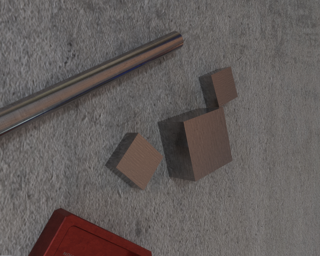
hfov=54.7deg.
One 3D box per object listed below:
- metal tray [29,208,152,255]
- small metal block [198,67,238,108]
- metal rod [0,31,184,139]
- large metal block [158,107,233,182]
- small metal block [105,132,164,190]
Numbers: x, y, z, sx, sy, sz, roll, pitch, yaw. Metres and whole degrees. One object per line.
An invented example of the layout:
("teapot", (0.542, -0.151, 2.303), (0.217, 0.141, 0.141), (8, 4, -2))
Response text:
("metal tray", (-0.077, 0.155, 0.338), (0.130, 0.030, 0.090), (40, 66, -33))
("small metal block", (0.092, -0.064, 0.484), (0.050, 0.025, 0.050), (-28, 108, -37))
("metal rod", (-0.079, -0.050, 0.339), (0.302, 0.025, 0.025), (-35, 112, -35))
("large metal block", (0.051, 0.020, 0.433), (0.081, 0.050, 0.079), (-20, 103, -38))
("small metal block", (-0.031, 0.041, 0.381), (0.050, 0.025, 0.050), (46, 62, -30))
